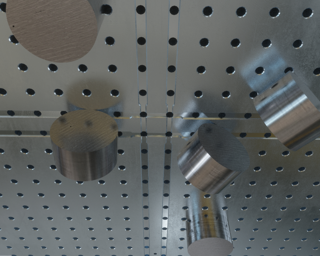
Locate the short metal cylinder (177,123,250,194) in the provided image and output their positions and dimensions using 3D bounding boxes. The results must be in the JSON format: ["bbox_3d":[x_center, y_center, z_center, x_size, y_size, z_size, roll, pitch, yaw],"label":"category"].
[{"bbox_3d":[0.070,0.040,0.410,0.080,0.080,0.050,23,126,-18],"label":"short metal cylinder"}]

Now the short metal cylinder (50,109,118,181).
[{"bbox_3d":[-0.094,0.020,0.392,0.081,0.080,0.050,4,130,-4],"label":"short metal cylinder"}]

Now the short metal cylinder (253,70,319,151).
[{"bbox_3d":[0.155,-0.020,0.360,0.080,0.080,0.050,34,122,-25],"label":"short metal cylinder"}]

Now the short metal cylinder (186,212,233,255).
[{"bbox_3d":[0.089,0.198,0.565,0.081,0.050,0.079,0,130,0],"label":"short metal cylinder"}]

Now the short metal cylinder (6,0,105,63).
[{"bbox_3d":[-0.097,-0.111,0.300,0.081,0.050,0.079,0,130,0],"label":"short metal cylinder"}]
